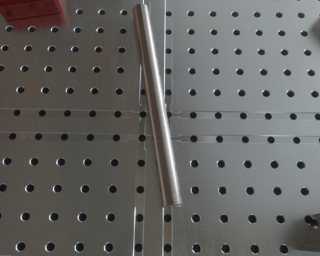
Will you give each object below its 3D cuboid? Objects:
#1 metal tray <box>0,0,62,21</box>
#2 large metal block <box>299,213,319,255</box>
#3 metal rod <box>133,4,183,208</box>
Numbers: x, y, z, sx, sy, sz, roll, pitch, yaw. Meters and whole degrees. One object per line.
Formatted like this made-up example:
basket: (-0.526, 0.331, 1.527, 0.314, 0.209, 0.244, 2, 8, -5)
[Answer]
metal tray: (-0.210, -0.239, 0.493, 0.091, 0.030, 0.129, -10, 70, -4)
large metal block: (0.215, 0.134, 0.336, 0.080, 0.080, 0.050, 31, 73, 10)
metal rod: (-0.007, -0.044, 0.427, 0.025, 0.025, 0.299, -8, 70, -3)
